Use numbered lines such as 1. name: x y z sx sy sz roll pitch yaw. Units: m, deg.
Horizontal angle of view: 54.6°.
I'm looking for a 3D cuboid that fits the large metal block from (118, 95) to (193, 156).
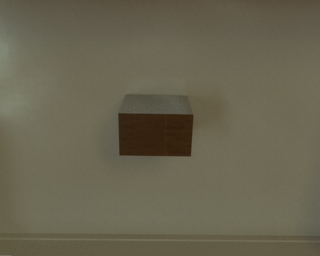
1. large metal block: -0.005 -0.006 0.377 0.080 0.080 0.050 1 110 -1
